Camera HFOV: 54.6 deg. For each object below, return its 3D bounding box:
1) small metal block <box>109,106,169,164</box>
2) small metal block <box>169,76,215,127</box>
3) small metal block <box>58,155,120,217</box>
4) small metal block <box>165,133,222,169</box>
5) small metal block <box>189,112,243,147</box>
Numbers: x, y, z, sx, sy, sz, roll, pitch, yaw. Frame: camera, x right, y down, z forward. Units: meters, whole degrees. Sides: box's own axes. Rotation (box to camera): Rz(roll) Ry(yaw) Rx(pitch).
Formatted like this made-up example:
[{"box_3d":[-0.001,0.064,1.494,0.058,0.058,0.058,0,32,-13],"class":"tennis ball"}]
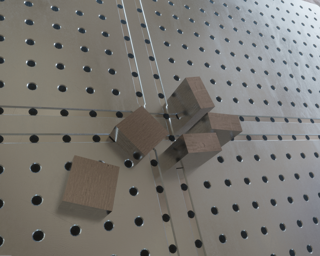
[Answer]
[{"box_3d":[-0.025,0.008,0.389,0.050,0.025,0.050,45,51,3],"class":"small metal block"},{"box_3d":[0.044,-0.037,0.438,0.025,0.050,0.050,-11,67,-33],"class":"small metal block"},{"box_3d":[-0.074,0.062,0.330,0.050,0.025,0.050,18,55,-18],"class":"small metal block"},{"box_3d":[0.042,0.029,0.396,0.050,0.050,0.025,-2,63,-29],"class":"small metal block"},{"box_3d":[0.076,0.003,0.430,0.050,0.050,0.025,4,60,-26],"class":"small metal block"}]
